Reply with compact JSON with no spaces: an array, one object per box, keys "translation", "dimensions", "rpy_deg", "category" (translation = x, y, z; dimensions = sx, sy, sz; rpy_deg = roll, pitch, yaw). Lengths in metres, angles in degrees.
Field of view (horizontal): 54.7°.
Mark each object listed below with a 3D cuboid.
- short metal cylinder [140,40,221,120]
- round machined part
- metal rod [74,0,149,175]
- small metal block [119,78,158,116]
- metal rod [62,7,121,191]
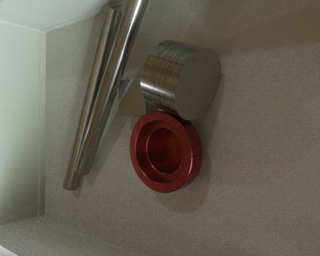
[{"translation":[0.025,-0.055,0.349],"dimensions":[0.050,0.081,0.079],"rpy_deg":[26,107,36],"category":"short metal cylinder"},{"translation":[0.012,0.027,0.381],"dimensions":[0.098,0.042,0.097],"rpy_deg":[5,98,41],"category":"round machined part"},{"translation":[-0.073,-0.053,0.434],"dimensions":[0.025,0.025,0.298],"rpy_deg":[42,122,31],"category":"metal rod"},{"translation":[-0.030,-0.042,0.429],"dimensions":[0.050,0.025,0.050],"rpy_deg":[0,90,39],"category":"small metal block"},{"translation":[-0.112,-0.037,0.495],"dimensions":[0.025,0.025,0.298],"rpy_deg":[27,107,36],"category":"metal rod"}]
